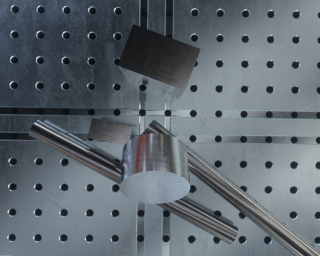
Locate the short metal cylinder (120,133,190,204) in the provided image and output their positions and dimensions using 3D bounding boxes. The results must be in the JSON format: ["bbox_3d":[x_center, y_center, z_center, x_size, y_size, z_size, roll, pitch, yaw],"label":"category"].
[{"bbox_3d":[-0.006,0.050,0.371,0.081,0.080,0.050,0,51,-1],"label":"short metal cylinder"}]

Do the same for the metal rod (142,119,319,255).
[{"bbox_3d":[0.102,0.092,0.414,0.300,0.025,0.025,38,90,-1],"label":"metal rod"}]

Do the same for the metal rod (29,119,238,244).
[{"bbox_3d":[-0.034,0.072,0.412,0.301,0.025,0.025,29,90,-1],"label":"metal rod"}]

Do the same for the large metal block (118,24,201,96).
[{"bbox_3d":[-0.001,-0.079,0.386,0.080,0.080,0.050,20,90,-1],"label":"large metal block"}]

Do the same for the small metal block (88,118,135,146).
[{"bbox_3d":[-0.061,0.005,0.400,0.050,0.050,0.025,12,90,-1],"label":"small metal block"}]
